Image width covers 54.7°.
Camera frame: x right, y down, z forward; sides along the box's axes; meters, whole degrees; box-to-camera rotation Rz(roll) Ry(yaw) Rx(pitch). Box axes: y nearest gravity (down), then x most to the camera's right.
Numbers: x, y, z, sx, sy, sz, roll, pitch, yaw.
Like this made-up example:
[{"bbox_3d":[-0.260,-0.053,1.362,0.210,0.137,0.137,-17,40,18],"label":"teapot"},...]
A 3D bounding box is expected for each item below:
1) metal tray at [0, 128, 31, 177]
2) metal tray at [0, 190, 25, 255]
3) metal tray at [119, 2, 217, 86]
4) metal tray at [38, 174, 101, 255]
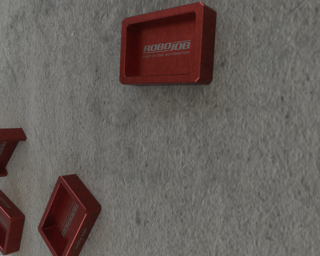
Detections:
[{"bbox_3d":[-0.344,0.056,0.656,0.030,0.091,0.129,52,121,25],"label":"metal tray"},{"bbox_3d":[-0.350,0.205,0.685,0.130,0.030,0.089,24,105,37],"label":"metal tray"},{"bbox_3d":[0.005,-0.100,0.395,0.130,0.030,0.089,5,93,39],"label":"metal tray"},{"bbox_3d":[-0.158,0.155,0.528,0.090,0.030,0.129,41,115,32],"label":"metal tray"}]
